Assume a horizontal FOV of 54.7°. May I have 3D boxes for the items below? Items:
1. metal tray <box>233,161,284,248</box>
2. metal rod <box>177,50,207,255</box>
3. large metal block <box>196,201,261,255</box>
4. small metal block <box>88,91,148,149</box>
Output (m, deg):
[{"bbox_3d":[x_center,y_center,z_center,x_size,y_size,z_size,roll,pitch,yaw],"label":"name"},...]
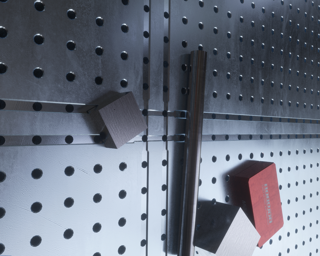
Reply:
[{"bbox_3d":[0.181,0.135,0.562,0.091,0.030,0.129,-19,103,-39],"label":"metal tray"},{"bbox_3d":[0.047,0.037,0.451,0.025,0.025,0.298,7,86,-40],"label":"metal rod"},{"bbox_3d":[0.104,0.175,0.483,0.080,0.050,0.080,-52,121,-28],"label":"large metal block"},{"bbox_3d":[-0.049,-0.010,0.370,0.050,0.025,0.050,-36,113,-34],"label":"small metal block"}]
